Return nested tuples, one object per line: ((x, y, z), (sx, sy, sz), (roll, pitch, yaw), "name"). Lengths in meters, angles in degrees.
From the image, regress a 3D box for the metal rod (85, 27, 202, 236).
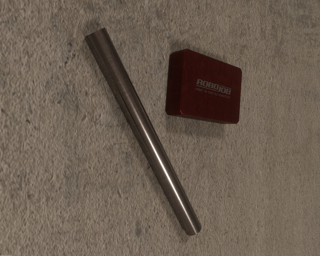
((-0.012, 0.020, 0.396), (0.025, 0.025, 0.299), (-39, 114, -33), "metal rod")

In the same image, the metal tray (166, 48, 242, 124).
((0.070, -0.057, 0.462), (0.131, 0.030, 0.089), (7, 85, -40), "metal tray")
